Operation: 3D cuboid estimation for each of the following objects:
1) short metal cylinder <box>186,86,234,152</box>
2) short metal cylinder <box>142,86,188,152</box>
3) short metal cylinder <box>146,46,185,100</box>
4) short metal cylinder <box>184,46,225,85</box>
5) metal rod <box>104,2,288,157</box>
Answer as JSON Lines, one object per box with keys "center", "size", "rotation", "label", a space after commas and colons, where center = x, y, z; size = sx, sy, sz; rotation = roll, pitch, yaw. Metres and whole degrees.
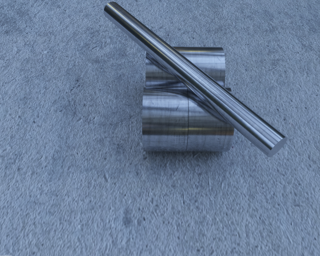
{"center": [0.057, -0.011, 0.379], "size": [0.050, 0.080, 0.080], "rotation": [1, 50, 0], "label": "short metal cylinder"}
{"center": [0.006, -0.011, 0.378], "size": [0.050, 0.080, 0.080], "rotation": [1, 50, 0], "label": "short metal cylinder"}
{"center": [0.007, -0.073, 0.430], "size": [0.050, 0.080, 0.080], "rotation": [1, 50, 0], "label": "short metal cylinder"}
{"center": [0.058, -0.072, 0.430], "size": [0.050, 0.080, 0.080], "rotation": [1, 50, 0], "label": "short metal cylinder"}
{"center": [0.020, -0.075, 0.364], "size": [0.025, 0.025, 0.300], "rotation": [-29, 56, -22], "label": "metal rod"}
